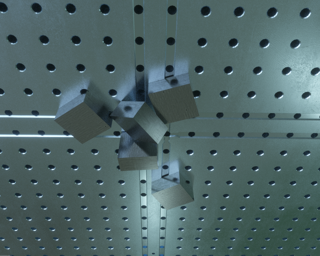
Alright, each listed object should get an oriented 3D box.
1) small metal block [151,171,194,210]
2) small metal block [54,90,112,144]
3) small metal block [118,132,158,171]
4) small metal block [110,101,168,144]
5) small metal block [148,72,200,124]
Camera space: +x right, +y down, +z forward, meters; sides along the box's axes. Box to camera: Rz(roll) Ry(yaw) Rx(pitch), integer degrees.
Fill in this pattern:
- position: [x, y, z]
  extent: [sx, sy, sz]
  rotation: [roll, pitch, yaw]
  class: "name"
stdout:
- position: [0.021, 0.102, 0.499]
  extent: [0.050, 0.025, 0.050]
  rotation: [-24, 127, 18]
  class: "small metal block"
- position: [-0.097, -0.013, 0.399]
  extent: [0.050, 0.025, 0.050]
  rotation: [-28, 125, 21]
  class: "small metal block"
- position: [-0.028, 0.030, 0.421]
  extent: [0.050, 0.050, 0.025]
  rotation: [-3, 130, 2]
  class: "small metal block"
- position: [-0.026, -0.007, 0.388]
  extent: [0.050, 0.025, 0.050]
  rotation: [7, 146, 49]
  class: "small metal block"
- position: [0.017, -0.035, 0.382]
  extent: [0.050, 0.025, 0.050]
  rotation: [-14, 129, 10]
  class: "small metal block"
